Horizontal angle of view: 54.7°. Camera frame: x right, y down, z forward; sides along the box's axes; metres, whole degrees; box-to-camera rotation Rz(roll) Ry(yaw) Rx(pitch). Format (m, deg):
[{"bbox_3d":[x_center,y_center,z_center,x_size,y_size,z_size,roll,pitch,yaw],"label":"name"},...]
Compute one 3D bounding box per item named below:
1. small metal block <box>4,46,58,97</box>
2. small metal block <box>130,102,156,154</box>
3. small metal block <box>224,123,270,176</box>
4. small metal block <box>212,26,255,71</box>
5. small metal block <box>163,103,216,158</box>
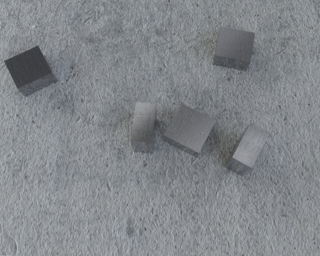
[{"bbox_3d":[-0.181,-0.080,0.436,0.050,0.025,0.050,-29,73,-10],"label":"small metal block"},{"bbox_3d":[-0.019,0.001,0.394,0.025,0.050,0.050,6,70,2],"label":"small metal block"},{"bbox_3d":[0.107,0.028,0.385,0.025,0.050,0.050,29,73,10],"label":"small metal block"},{"bbox_3d":[0.107,-0.115,0.451,0.050,0.025,0.050,12,70,4],"label":"small metal block"},{"bbox_3d":[0.038,0.004,0.407,0.050,0.025,0.050,27,72,9],"label":"small metal block"}]
